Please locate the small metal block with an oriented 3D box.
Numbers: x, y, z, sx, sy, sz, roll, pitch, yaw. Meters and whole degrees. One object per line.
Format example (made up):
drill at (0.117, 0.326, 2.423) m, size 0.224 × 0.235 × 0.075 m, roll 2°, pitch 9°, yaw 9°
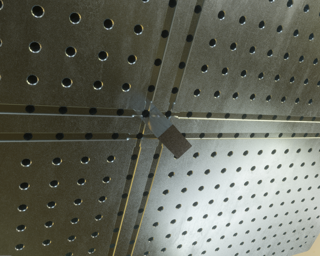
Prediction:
small metal block at (0.009, 0.006, 0.405) m, size 0.025 × 0.050 × 0.050 m, roll -43°, pitch 130°, yaw 1°
